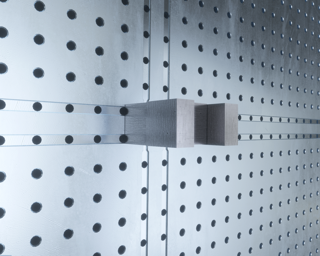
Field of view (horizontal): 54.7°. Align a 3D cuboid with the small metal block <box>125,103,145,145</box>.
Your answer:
[{"bbox_3d":[-0.018,-0.005,0.379,0.025,0.050,0.050,1,90,-40],"label":"small metal block"}]

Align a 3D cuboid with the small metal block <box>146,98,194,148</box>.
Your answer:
[{"bbox_3d":[0.010,-0.005,0.337,0.025,0.050,0.050,1,89,-40],"label":"small metal block"}]

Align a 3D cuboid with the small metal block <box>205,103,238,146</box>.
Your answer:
[{"bbox_3d":[0.069,-0.004,0.386,0.025,0.050,0.050,1,89,-40],"label":"small metal block"}]

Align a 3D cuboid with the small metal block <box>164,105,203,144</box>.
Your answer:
[{"bbox_3d":[0.032,-0.004,0.421,0.025,0.050,0.050,-1,91,-40],"label":"small metal block"}]

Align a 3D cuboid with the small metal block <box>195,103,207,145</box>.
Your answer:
[{"bbox_3d":[0.030,-0.005,0.372,0.050,0.025,0.050,1,90,-40],"label":"small metal block"}]
